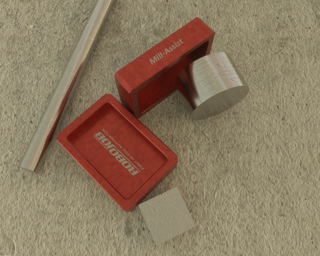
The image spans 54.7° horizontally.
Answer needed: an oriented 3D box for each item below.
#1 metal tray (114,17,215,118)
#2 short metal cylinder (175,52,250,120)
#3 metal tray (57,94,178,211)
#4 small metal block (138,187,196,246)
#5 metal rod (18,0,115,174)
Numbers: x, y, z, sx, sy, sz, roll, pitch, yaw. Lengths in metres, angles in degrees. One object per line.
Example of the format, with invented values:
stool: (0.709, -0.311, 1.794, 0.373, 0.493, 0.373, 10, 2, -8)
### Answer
metal tray: (0.007, -0.074, 0.400, 0.131, 0.090, 0.030, -37, 75, -13)
short metal cylinder: (0.066, -0.052, 0.399, 0.080, 0.080, 0.050, -21, 72, -8)
metal tray: (-0.053, 0.029, 0.393, 0.130, 0.030, 0.090, 43, 75, 13)
small metal block: (0.008, 0.105, 0.370, 0.050, 0.025, 0.050, -24, 72, -9)
metal rod: (-0.121, -0.082, 0.436, 0.025, 0.025, 0.299, 16, 71, 5)
